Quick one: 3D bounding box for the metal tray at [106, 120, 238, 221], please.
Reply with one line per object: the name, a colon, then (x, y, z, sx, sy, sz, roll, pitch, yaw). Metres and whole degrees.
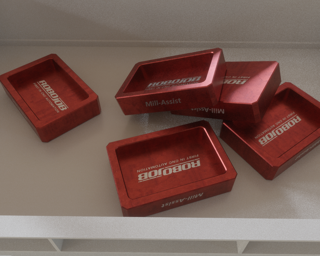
metal tray: (0.011, 0.045, 0.363, 0.131, 0.030, 0.090, -14, 51, -11)

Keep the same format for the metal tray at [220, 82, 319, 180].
metal tray: (0.156, -0.002, 0.403, 0.131, 0.030, 0.090, -29, 56, -22)

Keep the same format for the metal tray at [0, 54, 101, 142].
metal tray: (-0.157, -0.048, 0.440, 0.091, 0.030, 0.130, -32, 57, -24)

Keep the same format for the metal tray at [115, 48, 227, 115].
metal tray: (0.016, -0.061, 0.411, 0.130, 0.030, 0.090, -4, 40, 25)

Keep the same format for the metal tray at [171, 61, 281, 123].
metal tray: (0.083, -0.052, 0.415, 0.130, 0.030, 0.090, 8, 46, 36)
